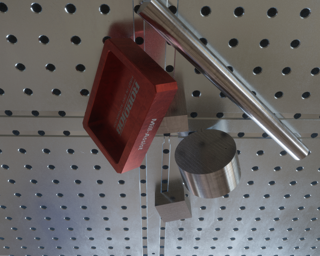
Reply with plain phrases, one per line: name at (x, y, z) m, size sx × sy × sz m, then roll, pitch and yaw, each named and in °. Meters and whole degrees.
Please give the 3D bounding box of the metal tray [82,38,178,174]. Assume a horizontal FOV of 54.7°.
metal tray at (-0.041, -0.023, 0.350) m, size 0.030 × 0.090 × 0.129 m, roll -16°, pitch 144°, yaw -42°

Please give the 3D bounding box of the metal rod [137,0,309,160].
metal rod at (0.093, -0.044, 0.375) m, size 0.301 × 0.025 × 0.025 m, roll 36°, pitch 121°, yaw -27°

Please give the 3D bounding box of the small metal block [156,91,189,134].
small metal block at (0.007, -0.019, 0.379) m, size 0.050 × 0.050 × 0.025 m, roll -5°, pitch 130°, yaw 4°

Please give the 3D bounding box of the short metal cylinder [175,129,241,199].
short metal cylinder at (0.065, 0.047, 0.417) m, size 0.080 × 0.080 × 0.050 m, roll -13°, pitch 129°, yaw 10°

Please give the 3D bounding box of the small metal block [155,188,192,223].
small metal block at (0.023, 0.132, 0.525) m, size 0.050 × 0.025 × 0.050 m, roll -14°, pitch 129°, yaw 11°
